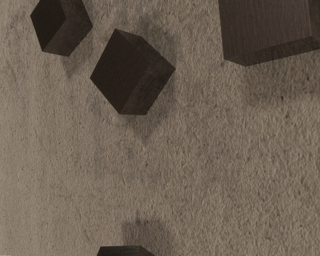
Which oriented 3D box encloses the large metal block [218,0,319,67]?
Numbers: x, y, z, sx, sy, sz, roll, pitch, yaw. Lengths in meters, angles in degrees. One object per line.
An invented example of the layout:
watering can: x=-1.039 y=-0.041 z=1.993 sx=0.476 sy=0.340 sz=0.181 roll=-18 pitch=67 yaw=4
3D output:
large metal block: x=0.106 y=-0.111 z=0.300 sx=0.080 sy=0.050 sz=0.080 roll=-8 pitch=85 yaw=39

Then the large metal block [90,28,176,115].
large metal block: x=-0.039 y=-0.074 z=0.419 sx=0.080 sy=0.050 sz=0.080 roll=49 pitch=118 yaw=28

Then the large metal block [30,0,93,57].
large metal block: x=-0.168 y=-0.181 z=0.524 sx=0.080 sy=0.050 sz=0.080 roll=-36 pitch=68 yaw=33

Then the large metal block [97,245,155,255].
large metal block: x=-0.050 y=0.203 z=0.402 sx=0.080 sy=0.050 sz=0.080 roll=-19 pitch=37 yaw=38
